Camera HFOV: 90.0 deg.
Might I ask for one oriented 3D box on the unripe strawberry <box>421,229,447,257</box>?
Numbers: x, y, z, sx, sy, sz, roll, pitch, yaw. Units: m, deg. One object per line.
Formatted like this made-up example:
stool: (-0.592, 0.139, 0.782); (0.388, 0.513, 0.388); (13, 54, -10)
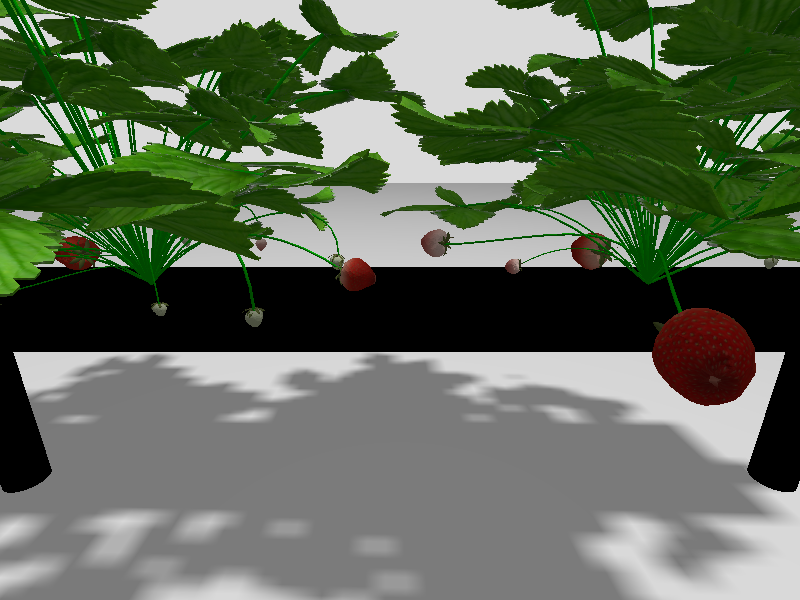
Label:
unripe strawberry: (0.041, -0.068, 0.473); (0.031, 0.032, 0.029); (11, 21, 31)

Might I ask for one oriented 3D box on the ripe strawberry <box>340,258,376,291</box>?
ripe strawberry: (-0.035, -0.021, 0.341); (0.030, 0.029, 0.027); (11, 19, 3)

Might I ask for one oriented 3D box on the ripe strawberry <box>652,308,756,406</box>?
ripe strawberry: (0.131, 0.026, 0.172); (0.036, 0.041, 0.040); (9, 20, 24)

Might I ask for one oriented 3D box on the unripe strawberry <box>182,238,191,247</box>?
unripe strawberry: (-0.279, -0.076, 0.523); (0.012, 0.012, 0.012); (-6, 19, -17)

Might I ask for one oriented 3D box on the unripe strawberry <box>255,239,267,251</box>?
unripe strawberry: (-0.179, -0.071, 0.517); (0.014, 0.015, 0.015); (5, 19, 15)

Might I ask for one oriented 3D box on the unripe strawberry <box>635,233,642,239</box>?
unripe strawberry: (0.322, -0.087, 0.540); (0.010, 0.011, 0.011); (9, 20, 26)

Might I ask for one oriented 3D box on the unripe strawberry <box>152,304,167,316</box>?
unripe strawberry: (-0.169, 0.007, 0.282); (0.009, 0.010, 0.010); (-12, 21, -32)

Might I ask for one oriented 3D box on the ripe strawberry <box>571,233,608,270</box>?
ripe strawberry: (0.198, -0.052, 0.423); (0.037, 0.039, 0.040); (-7, 19, -20)

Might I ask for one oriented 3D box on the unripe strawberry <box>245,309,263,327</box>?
unripe strawberry: (-0.089, 0.011, 0.245); (0.010, 0.011, 0.011); (15, 23, 39)

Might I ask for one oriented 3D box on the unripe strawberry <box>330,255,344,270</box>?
unripe strawberry: (-0.066, -0.039, 0.418); (0.015, 0.015, 0.014); (-7, 19, -20)

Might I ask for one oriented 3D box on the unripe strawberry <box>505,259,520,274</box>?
unripe strawberry: (0.111, -0.033, 0.396); (0.014, 0.015, 0.013); (-9, 14, 21)

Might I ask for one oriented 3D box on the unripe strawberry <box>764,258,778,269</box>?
unripe strawberry: (0.385, -0.038, 0.417); (0.011, 0.012, 0.011); (-6, 19, -19)

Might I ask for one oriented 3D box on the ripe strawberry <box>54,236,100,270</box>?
ripe strawberry: (-0.332, -0.048, 0.410); (0.035, 0.034, 0.038); (8, 20, 26)
